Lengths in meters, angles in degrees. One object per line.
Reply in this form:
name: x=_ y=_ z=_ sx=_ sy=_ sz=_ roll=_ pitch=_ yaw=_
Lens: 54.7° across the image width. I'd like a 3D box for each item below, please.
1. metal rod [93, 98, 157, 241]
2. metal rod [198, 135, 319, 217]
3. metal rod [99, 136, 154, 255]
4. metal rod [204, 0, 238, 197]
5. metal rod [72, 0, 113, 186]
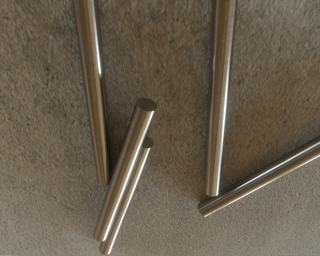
metal rod: x=-0.060 y=0.080 z=0.450 sx=0.025 sy=0.025 sz=0.298 roll=13 pitch=130 yaw=-12
metal rod: x=0.179 y=0.058 z=0.459 sx=0.299 sy=0.025 sz=0.025 roll=-37 pitch=121 yaw=27
metal rod: x=-0.064 y=0.127 z=0.514 sx=0.025 sy=0.025 sz=0.298 roll=13 pitch=129 yaw=-11
metal rod: x=0.073 y=-0.014 z=0.396 sx=0.025 sy=0.025 sz=0.298 roll=-3 pitch=130 yaw=2
metal rod: x=-0.077 y=-0.034 z=0.376 sx=0.025 sy=0.025 sz=0.298 roll=1 pitch=130 yaw=-2
